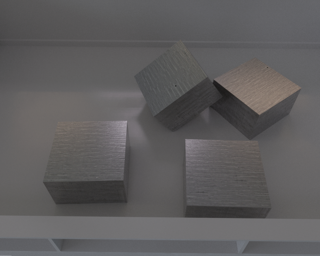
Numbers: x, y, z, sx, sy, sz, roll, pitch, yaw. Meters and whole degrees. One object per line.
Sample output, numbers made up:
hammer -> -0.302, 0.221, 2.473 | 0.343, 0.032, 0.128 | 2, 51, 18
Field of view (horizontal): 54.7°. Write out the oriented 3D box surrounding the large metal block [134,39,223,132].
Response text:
large metal block -> 0.023, -0.056, 0.413 | 0.080, 0.050, 0.080 | -36, 52, 13

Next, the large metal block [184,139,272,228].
large metal block -> 0.067, 0.060, 0.339 | 0.080, 0.050, 0.080 | 2, 50, 1

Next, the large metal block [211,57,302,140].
large metal block -> 0.127, -0.042, 0.425 | 0.081, 0.050, 0.080 | -30, 56, -23

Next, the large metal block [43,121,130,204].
large metal block -> -0.078, 0.039, 0.356 | 0.081, 0.050, 0.080 | -1, 50, -1
